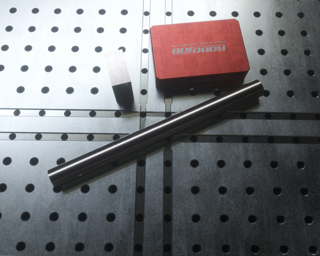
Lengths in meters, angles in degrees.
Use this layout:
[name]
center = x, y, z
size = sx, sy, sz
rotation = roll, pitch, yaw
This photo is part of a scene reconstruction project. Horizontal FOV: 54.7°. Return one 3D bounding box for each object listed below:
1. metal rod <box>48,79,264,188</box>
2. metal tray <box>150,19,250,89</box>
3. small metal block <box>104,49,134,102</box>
[metal rod]
center = 0.002, 0.003, 0.410
size = 0.302, 0.025, 0.025
rotation = -24, 72, -9
[metal tray]
center = 0.055, -0.108, 0.449
size = 0.131, 0.030, 0.090
rotation = -6, 70, -3
[small metal block]
center = -0.056, -0.070, 0.423
size = 0.025, 0.050, 0.050
rotation = -14, 71, -5
